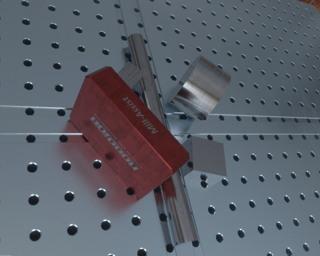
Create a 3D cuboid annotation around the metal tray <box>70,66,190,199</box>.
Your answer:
[{"bbox_3d":[-0.039,0.008,0.341,0.130,0.090,0.030,48,51,5],"label":"metal tray"}]

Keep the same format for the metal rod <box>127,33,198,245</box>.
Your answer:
[{"bbox_3d":[-0.004,-0.003,0.409,0.025,0.025,0.299,0,62,-29],"label":"metal rod"}]

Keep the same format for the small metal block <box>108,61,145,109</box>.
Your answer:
[{"bbox_3d":[-0.050,-0.049,0.395,0.025,0.050,0.050,36,51,-5],"label":"small metal block"}]

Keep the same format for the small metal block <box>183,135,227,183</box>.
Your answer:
[{"bbox_3d":[0.059,0.043,0.417,0.050,0.025,0.050,14,56,-21],"label":"small metal block"}]

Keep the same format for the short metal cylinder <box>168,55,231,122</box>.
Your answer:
[{"bbox_3d":[0.055,-0.056,0.438,0.050,0.080,0.080,33,51,-7],"label":"short metal cylinder"}]
